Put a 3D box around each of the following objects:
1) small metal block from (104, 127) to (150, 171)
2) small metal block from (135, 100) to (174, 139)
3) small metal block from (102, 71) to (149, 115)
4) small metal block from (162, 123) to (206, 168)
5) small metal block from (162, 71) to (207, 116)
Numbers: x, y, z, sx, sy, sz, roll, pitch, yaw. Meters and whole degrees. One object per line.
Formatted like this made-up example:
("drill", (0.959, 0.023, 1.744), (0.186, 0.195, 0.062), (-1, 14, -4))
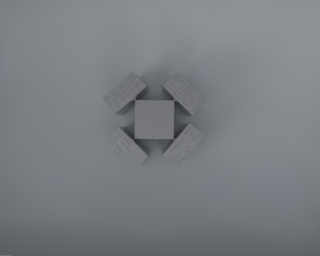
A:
("small metal block", (-0.040, 0.025, 0.397), (0.025, 0.050, 0.050), (-45, 90, 1))
("small metal block", (-0.007, -0.011, 0.409), (0.050, 0.025, 0.050), (1, 90, 0))
("small metal block", (-0.042, -0.043, 0.396), (0.050, 0.050, 0.025), (-42, 90, 1))
("small metal block", (0.029, 0.021, 0.397), (0.025, 0.050, 0.050), (40, 89, -1))
("small metal block", (0.029, -0.042, 0.397), (0.025, 0.050, 0.050), (-45, 91, -1))
